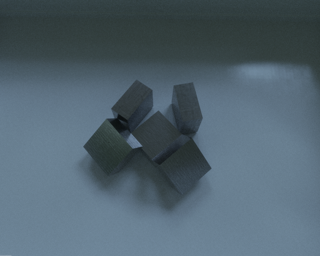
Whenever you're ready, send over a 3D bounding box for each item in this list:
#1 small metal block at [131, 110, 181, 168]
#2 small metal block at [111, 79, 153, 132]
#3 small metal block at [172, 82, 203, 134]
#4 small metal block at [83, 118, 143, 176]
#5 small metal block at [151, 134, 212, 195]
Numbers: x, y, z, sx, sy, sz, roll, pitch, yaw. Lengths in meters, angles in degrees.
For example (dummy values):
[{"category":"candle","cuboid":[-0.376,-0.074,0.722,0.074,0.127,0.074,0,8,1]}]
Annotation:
[{"category":"small metal block","cuboid":[-0.004,0.014,0.402,0.050,0.025,0.050,-40,75,-14]},{"category":"small metal block","cuboid":[-0.034,-0.027,0.403,0.025,0.050,0.050,35,74,12]},{"category":"small metal block","cuboid":[0.034,-0.024,0.403,0.025,0.050,0.050,-10,70,-5]},{"category":"small metal block","cuboid":[-0.059,0.023,0.386,0.050,0.025,0.050,47,109,14]},{"category":"small metal block","cuboid":[0.027,0.044,0.378,0.050,0.025,0.050,-39,112,-14]}]
